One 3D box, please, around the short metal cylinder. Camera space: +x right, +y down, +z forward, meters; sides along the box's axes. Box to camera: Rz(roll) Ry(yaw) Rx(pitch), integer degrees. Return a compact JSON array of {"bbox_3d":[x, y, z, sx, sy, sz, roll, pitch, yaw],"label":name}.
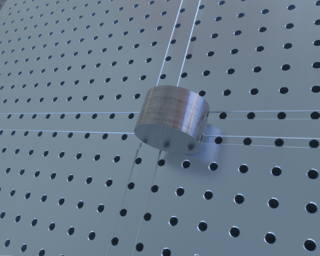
[{"bbox_3d":[0.015,-0.008,0.371,0.080,0.080,0.050,3,63,29],"label":"short metal cylinder"}]
